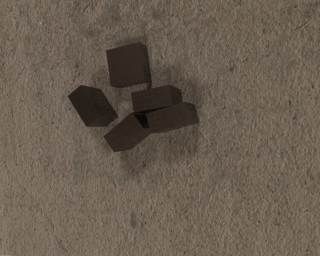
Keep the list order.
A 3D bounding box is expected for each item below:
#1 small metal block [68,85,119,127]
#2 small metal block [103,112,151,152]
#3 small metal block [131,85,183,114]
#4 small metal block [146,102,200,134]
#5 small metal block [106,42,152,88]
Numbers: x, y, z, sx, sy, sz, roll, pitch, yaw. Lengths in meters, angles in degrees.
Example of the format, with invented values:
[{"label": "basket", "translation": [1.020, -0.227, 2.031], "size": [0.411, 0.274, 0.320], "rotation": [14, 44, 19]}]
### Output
[{"label": "small metal block", "translation": [-0.091, -0.029, 0.426], "size": [0.025, 0.050, 0.050], "rotation": [-37, 79, 16]}, {"label": "small metal block", "translation": [-0.037, 0.005, 0.408], "size": [0.050, 0.050, 0.025], "rotation": [-39, 78, 15]}, {"label": "small metal block", "translation": [-0.002, -0.035, 0.396], "size": [0.050, 0.050, 0.025], "rotation": [-9, 87, 19]}, {"label": "small metal block", "translation": [0.017, -0.012, 0.389], "size": [0.050, 0.050, 0.025], "rotation": [-16, 85, 19]}, {"label": "small metal block", "translation": [-0.042, -0.085, 0.423], "size": [0.050, 0.025, 0.050], "rotation": [-9, 87, 19]}]
